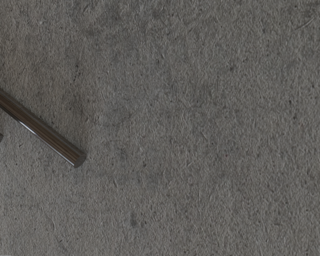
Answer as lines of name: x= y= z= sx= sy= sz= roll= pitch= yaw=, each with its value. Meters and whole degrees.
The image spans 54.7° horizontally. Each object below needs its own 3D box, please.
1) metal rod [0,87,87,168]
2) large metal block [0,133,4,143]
metal rod: x=-0.234 y=-0.034 z=0.489 sx=0.300 sy=0.025 sz=0.025 roll=34 pitch=101 yaw=16
large metal block: x=-0.316 y=0.013 z=0.489 sx=0.080 sy=0.080 sz=0.050 roll=33 pitch=101 yaw=16
